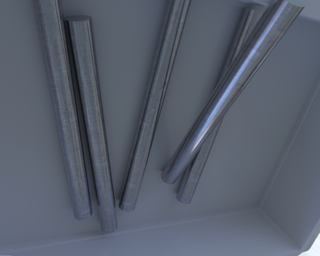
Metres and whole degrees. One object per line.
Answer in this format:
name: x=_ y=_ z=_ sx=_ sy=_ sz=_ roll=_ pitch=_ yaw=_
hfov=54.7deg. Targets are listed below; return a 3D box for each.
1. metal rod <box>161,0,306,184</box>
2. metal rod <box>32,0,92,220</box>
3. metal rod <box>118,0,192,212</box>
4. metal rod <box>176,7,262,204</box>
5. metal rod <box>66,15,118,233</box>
metal rod: x=0.058 y=-0.015 z=0.354 sx=0.025 sy=0.025 sz=0.298 roll=-6 pitch=146 yaw=-26
metal rod: x=-0.104 y=-0.010 z=0.346 sx=0.025 sy=0.025 sz=0.298 roll=-13 pitch=124 yaw=-22
metal rod: x=-0.012 y=-0.017 z=0.392 sx=0.025 sy=0.025 sz=0.298 roll=1 pitch=118 yaw=-29
metal rod: x=0.078 y=-0.015 z=0.443 sx=0.025 sy=0.025 sz=0.298 roll=2 pitch=117 yaw=-30
metal rod: x=-0.077 y=0.020 z=0.379 sx=0.025 sy=0.025 sz=0.298 roll=-15 pitch=125 yaw=-21
